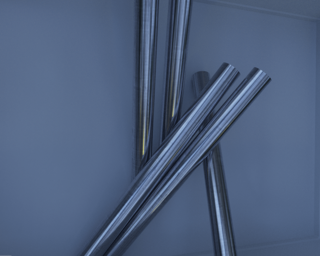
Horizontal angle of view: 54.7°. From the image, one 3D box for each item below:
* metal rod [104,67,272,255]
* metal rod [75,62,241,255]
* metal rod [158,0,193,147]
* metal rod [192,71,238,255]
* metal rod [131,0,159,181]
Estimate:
[{"bbox_3d":[0.022,0.054,0.369,0.025,0.025,0.299,37,97,-17],"label":"metal rod"},{"bbox_3d":[-0.007,0.050,0.363,0.025,0.025,0.300,38,90,-16],"label":"metal rod"},{"bbox_3d":[0.017,-0.073,0.348,0.025,0.025,0.298,-7,119,-20],"label":"metal rod"},{"bbox_3d":[0.066,0.062,0.368,0.025,0.025,0.299,7,62,-20],"label":"metal rod"},{"bbox_3d":[-0.018,-0.048,0.341,0.025,0.025,0.298,-6,116,-20],"label":"metal rod"}]
